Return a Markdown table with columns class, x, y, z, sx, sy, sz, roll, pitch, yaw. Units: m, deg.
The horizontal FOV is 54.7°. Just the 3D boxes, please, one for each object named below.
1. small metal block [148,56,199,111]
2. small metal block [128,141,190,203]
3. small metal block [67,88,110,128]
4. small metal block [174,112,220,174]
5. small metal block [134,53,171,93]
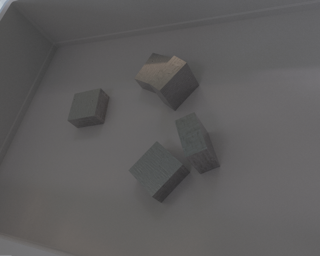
| class | x | y | z | sx | sy | sz | roll | pitch | yaw |
| --- | --- | --- | --- | --- | --- | --- | --- | --- | --- |
| small metal block | 0.020 | -0.059 | 0.416 | 0.050 | 0.050 | 0.025 | -47 | 51 | -5 |
| small metal block | -0.001 | 0.052 | 0.374 | 0.050 | 0.025 | 0.050 | -46 | 51 | -4 |
| small metal block | -0.111 | -0.031 | 0.483 | 0.050 | 0.025 | 0.050 | -8 | 58 | 24 |
| small metal block | 0.043 | 0.018 | 0.356 | 0.025 | 0.050 | 0.050 | -24 | 53 | 14 |
| small metal block | -0.001 | -0.079 | 0.454 | 0.050 | 0.025 | 0.050 | 25 | 75 | 36 |
